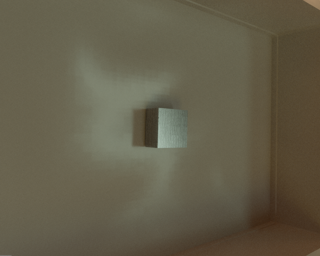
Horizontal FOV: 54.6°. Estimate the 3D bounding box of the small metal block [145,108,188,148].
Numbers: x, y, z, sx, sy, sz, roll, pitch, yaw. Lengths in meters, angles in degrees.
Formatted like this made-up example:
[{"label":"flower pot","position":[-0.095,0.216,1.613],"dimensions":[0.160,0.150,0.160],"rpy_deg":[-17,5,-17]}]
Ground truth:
[{"label":"small metal block","position":[0.009,0.000,0.408],"dimensions":[0.050,0.025,0.050],"rpy_deg":[2,89,-40]}]
